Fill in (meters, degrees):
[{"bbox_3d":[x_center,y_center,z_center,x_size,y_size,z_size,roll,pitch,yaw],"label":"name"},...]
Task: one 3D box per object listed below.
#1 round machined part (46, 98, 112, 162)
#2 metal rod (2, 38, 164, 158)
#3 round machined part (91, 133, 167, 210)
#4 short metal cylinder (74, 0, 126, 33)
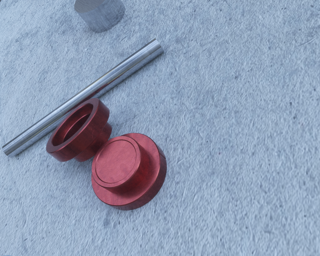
[{"bbox_3d":[-0.105,0.008,0.427,0.098,0.042,0.098,-31,30,21],"label":"round machined part"},{"bbox_3d":[-0.125,-0.045,0.494,0.300,0.025,0.025,-34,52,5],"label":"metal rod"},{"bbox_3d":[-0.045,0.049,0.385,0.098,0.042,0.098,-13,56,20],"label":"round machined part"},{"bbox_3d":[-0.113,-0.228,0.585,0.080,0.050,0.080,-13,56,20],"label":"short metal cylinder"}]
